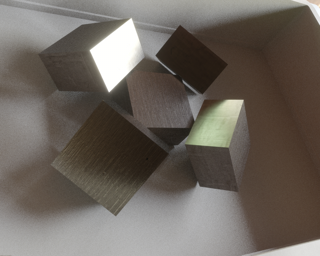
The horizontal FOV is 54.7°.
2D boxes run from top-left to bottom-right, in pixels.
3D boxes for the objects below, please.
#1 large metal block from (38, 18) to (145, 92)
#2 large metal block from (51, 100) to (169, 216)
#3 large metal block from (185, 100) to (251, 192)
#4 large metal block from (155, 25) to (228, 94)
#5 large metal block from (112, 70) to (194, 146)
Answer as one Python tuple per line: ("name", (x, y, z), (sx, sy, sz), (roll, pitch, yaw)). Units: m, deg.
("large metal block", (-0.078, -0.086, 0.368), (0.080, 0.080, 0.050), (-54, 137, -39))
("large metal block", (-0.047, 0.027, 0.319), (0.080, 0.050, 0.080), (39, 95, -2))
("large metal block", (0.077, 0.021, 0.388), (0.080, 0.050, 0.080), (-62, 144, -39))
("large metal block", (0.044, -0.093, 0.441), (0.080, 0.050, 0.080), (39, 8, -1))
("large metal block", (-0.010, -0.024, 0.395), (0.081, 0.050, 0.080), (1, 62, -28))
